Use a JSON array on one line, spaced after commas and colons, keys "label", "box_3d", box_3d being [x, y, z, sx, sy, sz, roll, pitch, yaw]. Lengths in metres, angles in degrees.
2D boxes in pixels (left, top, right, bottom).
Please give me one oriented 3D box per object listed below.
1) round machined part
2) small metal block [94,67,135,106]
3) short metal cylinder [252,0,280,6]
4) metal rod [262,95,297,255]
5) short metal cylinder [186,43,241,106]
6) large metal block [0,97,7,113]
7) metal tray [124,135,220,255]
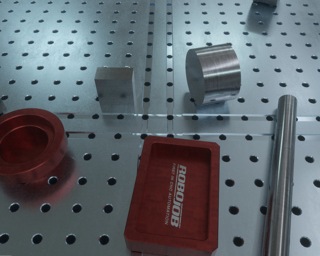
[{"label": "round machined part", "box_3d": [-0.161, 0.025, 0.374, 0.099, 0.042, 0.098, 0, 50, 0]}, {"label": "small metal block", "box_3d": [-0.062, -0.058, 0.440, 0.050, 0.050, 0.025, 1, 50, 1]}, {"label": "short metal cylinder", "box_3d": [0.222, -0.290, 0.617, 0.050, 0.080, 0.080, 21, 53, 17]}, {"label": "metal rod", "box_3d": [0.135, 0.071, 0.348, 0.025, 0.025, 0.300, 14, 51, 11]}, {"label": "short metal cylinder", "box_3d": [0.072, -0.074, 0.435, 0.050, 0.080, 0.080, -11, 51, -9]}, {"label": "large metal block", "box_3d": [-0.268, -0.054, 0.415, 0.080, 0.080, 0.050, 27, 55, 21]}, {"label": "metal tray", "box_3d": [0.018, 0.071, 0.344, 0.090, 0.030, 0.130, 6, 50, 5]}]
